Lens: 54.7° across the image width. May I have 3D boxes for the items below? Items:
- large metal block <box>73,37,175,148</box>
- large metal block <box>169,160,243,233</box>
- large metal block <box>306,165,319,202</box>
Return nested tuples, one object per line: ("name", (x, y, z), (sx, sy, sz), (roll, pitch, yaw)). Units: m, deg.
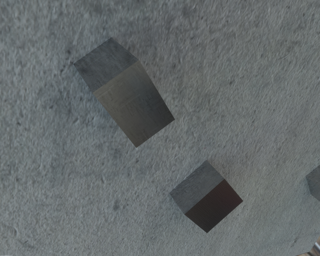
("large metal block", (-0.038, -0.039, 0.327), (0.050, 0.080, 0.080), (-37, 130, -4))
("large metal block", (0.076, 0.113, 0.504), (0.080, 0.050, 0.080), (-42, 130, 0))
("large metal block", (0.372, 0.116, 0.670), (0.080, 0.050, 0.080), (-38, 130, -3))
